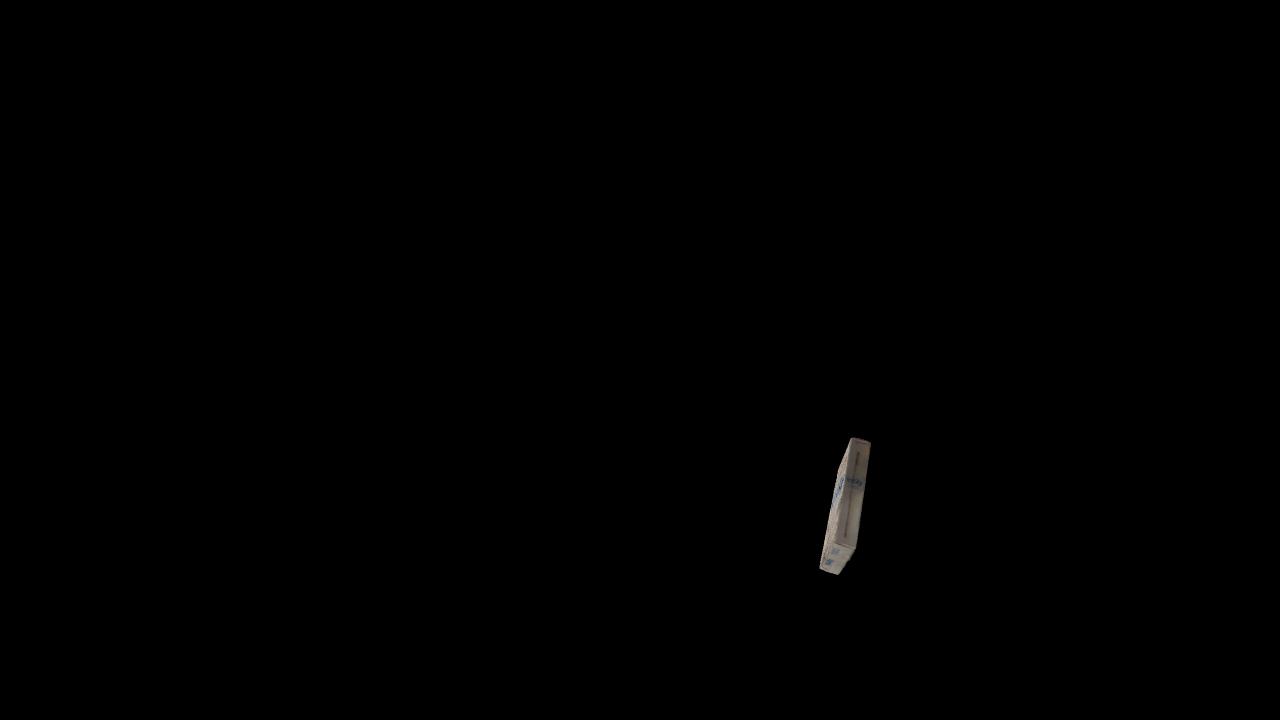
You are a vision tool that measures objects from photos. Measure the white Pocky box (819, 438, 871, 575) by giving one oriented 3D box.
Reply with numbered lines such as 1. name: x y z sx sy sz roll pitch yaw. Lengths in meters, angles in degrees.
1. white Pocky box: 0.260 0.183 0.775 0.028 0.154 0.084 15 -38 14
